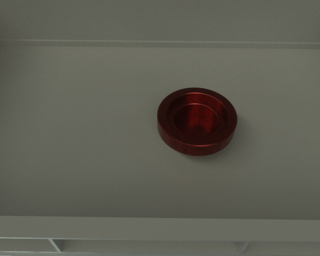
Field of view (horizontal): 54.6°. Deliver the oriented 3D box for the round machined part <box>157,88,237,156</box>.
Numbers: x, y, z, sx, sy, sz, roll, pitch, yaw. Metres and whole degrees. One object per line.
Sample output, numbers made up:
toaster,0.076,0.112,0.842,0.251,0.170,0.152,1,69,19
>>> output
round machined part,0.046,-0.004,0.398,0.099,0.042,0.098,0,50,0
